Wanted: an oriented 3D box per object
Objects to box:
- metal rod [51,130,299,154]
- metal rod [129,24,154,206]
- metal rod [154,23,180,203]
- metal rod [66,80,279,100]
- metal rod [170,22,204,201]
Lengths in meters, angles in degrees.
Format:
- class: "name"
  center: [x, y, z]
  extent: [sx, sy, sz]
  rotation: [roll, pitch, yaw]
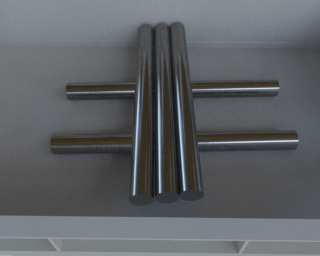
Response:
- class: "metal rod"
  center: [0.019, 0.018, 0.389]
  extent: [0.302, 0.025, 0.025]
  rotation: [-1, 50, -1]
- class: "metal rod"
  center: [-0.021, -0.043, 0.405]
  extent: [0.025, 0.025, 0.300]
  rotation: [-1, 50, -1]
- class: "metal rod"
  center: [0.005, -0.045, 0.407]
  extent: [0.025, 0.025, 0.300]
  rotation: [-1, 50, -1]
- class: "metal rod"
  center: [0.019, -0.056, 0.450]
  extent: [0.302, 0.025, 0.025]
  rotation: [-1, 50, -1]
- class: "metal rod"
  center: [0.030, -0.047, 0.409]
  extent: [0.025, 0.025, 0.300]
  rotation: [-1, 50, -1]
